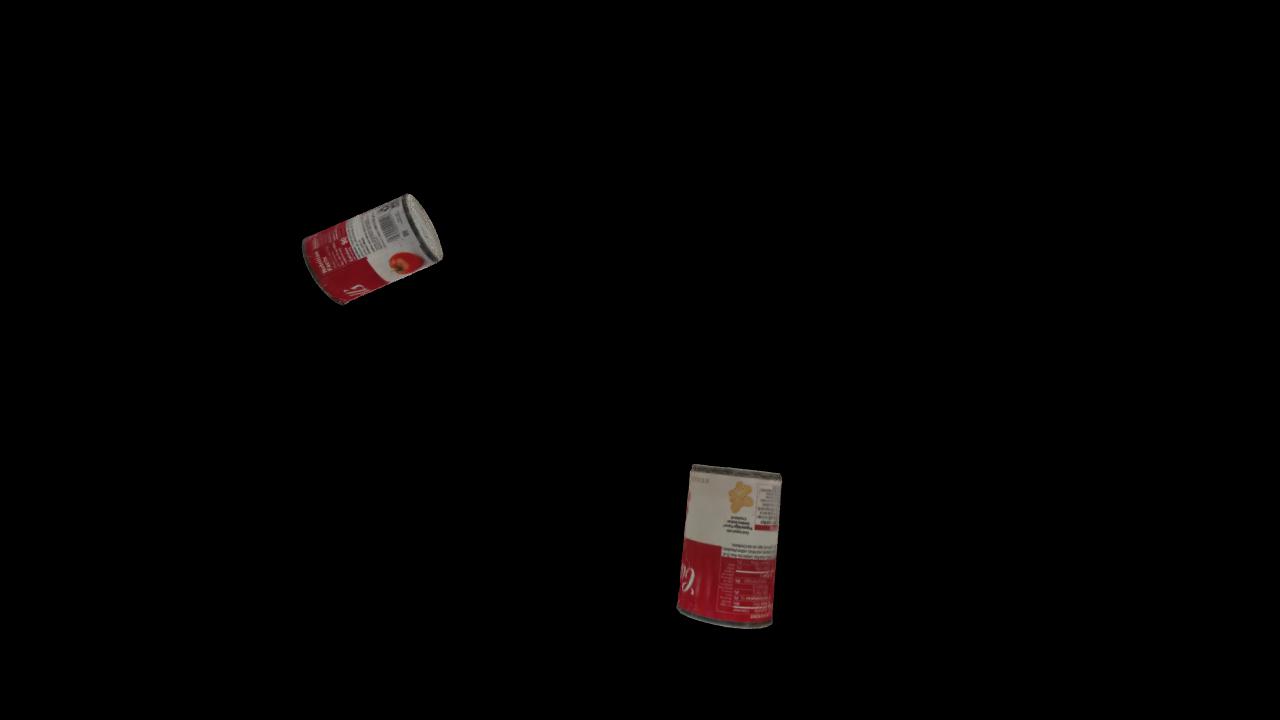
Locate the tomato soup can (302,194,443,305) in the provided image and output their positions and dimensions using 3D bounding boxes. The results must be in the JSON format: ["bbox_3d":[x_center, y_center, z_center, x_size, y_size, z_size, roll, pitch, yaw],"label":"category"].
[{"bbox_3d":[-0.241,-0.102,0.561,0.101,0.068,0.068,-24,0,0],"label":"tomato soup can"}]

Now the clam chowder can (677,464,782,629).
[{"bbox_3d":[0.064,0.128,0.438,0.068,0.102,0.068,7,-8,1],"label":"clam chowder can"}]
